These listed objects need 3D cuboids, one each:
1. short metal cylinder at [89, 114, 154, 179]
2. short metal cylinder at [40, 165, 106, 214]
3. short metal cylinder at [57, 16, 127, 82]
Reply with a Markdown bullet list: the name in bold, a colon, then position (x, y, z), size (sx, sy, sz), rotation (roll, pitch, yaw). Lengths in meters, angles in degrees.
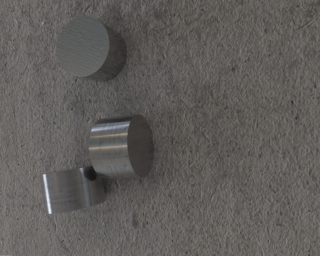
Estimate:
- **short metal cylinder**: position (-0.046, 0.024, 0.396), size (0.050, 0.080, 0.080), rotation (-6, 88, 20)
- **short metal cylinder**: position (-0.118, 0.081, 0.421), size (0.080, 0.080, 0.050), rotation (-11, 86, 19)
- **short metal cylinder**: position (-0.093, -0.107, 0.429), size (0.080, 0.050, 0.080), rotation (0, 90, 20)
